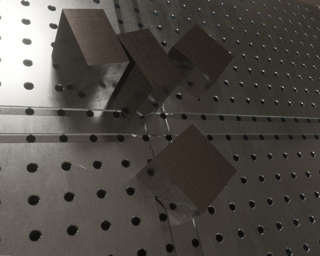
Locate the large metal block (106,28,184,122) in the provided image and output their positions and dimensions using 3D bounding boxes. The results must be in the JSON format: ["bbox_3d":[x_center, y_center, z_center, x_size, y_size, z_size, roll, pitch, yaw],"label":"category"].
[{"bbox_3d":[-0.028,-0.067,0.400,0.050,0.080,0.080,-26,76,-37],"label":"large metal block"}]

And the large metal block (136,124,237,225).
[{"bbox_3d":[0.033,0.055,0.378,0.080,0.050,0.080,47,51,4],"label":"large metal block"}]

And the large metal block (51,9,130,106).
[{"bbox_3d":[-0.088,-0.086,0.378,0.050,0.080,0.080,-15,70,-34],"label":"large metal block"}]

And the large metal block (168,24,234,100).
[{"bbox_3d":[0.058,-0.105,0.489,0.080,0.050,0.080,40,51,-2],"label":"large metal block"}]
